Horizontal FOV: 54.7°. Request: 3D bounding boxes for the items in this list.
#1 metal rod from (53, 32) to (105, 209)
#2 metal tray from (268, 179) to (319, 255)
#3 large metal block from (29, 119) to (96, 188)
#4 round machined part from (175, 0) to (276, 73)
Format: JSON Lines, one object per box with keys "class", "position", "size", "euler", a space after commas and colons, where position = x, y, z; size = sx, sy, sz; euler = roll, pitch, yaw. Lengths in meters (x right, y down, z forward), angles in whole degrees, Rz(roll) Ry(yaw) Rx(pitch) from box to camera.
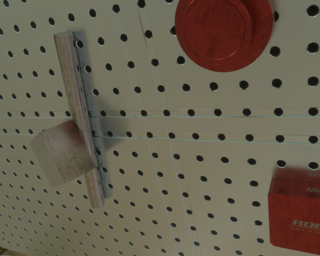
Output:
{"class": "metal rod", "position": [-0.118, 0.006, 0.477], "size": [0.025, 0.025, 0.298], "euler": [11, 123, 22]}
{"class": "metal tray", "position": [0.201, 0.112, 0.371], "size": [0.130, 0.030, 0.089], "euler": [2, 120, 27]}
{"class": "large metal block", "position": [-0.151, 0.041, 0.475], "size": [0.080, 0.050, 0.080], "euler": [-24, 93, 55]}
{"class": "round machined part", "position": [0.060, -0.101, 0.306], "size": [0.098, 0.042, 0.097], "euler": [13, 124, 21]}
